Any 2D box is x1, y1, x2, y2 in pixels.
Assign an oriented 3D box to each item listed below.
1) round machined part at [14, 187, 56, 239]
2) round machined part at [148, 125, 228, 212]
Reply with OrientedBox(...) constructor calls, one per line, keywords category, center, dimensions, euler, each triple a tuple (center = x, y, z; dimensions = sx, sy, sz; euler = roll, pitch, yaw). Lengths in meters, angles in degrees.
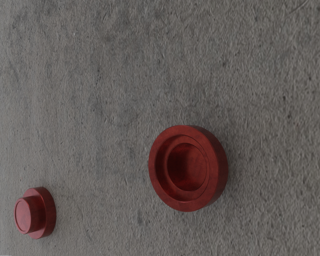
OrientedBox(category="round machined part", center=(-0.246, 0.165, 0.598), dimensions=(0.098, 0.042, 0.097), euler=(0, 90, 40))
OrientedBox(category="round machined part", center=(0.036, 0.045, 0.364), dimensions=(0.098, 0.042, 0.097), euler=(0, 90, 40))
